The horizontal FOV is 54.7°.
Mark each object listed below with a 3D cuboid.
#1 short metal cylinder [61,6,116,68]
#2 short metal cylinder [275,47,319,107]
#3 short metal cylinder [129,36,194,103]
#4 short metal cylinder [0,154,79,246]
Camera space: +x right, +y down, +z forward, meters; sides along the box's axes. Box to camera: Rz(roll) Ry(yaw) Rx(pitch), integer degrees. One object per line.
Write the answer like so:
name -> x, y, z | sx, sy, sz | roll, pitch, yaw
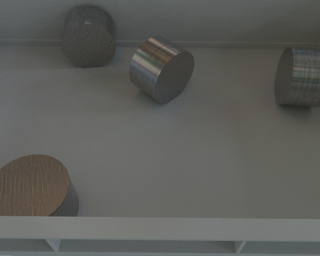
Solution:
short metal cylinder -> -0.111, -0.142, 0.488 | 0.081, 0.080, 0.050 | -5, 51, -4
short metal cylinder -> 0.197, -0.070, 0.431 | 0.050, 0.080, 0.080 | 6, 50, 5
short metal cylinder -> 0.003, -0.082, 0.438 | 0.050, 0.080, 0.080 | 38, 59, 27
short metal cylinder -> -0.131, 0.075, 0.324 | 0.081, 0.050, 0.080 | 0, 50, 0
